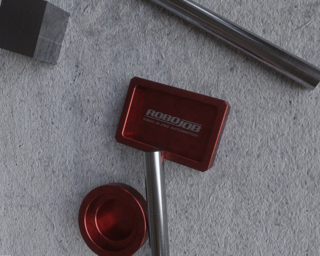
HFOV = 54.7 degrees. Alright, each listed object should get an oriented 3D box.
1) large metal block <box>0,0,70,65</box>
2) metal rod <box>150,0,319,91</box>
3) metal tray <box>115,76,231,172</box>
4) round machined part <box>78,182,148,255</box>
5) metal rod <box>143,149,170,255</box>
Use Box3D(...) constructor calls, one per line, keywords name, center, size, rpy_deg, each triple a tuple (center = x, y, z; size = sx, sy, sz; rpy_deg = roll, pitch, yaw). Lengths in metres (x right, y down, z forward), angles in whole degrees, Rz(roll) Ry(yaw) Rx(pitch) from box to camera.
Box3D(name="large metal block", center=(-0.192, -0.147, 0.462), size=(0.080, 0.050, 0.080), rpy_deg=(19, 96, 18))
Box3D(name="metal rod", center=(0.060, -0.134, 0.387), size=(0.300, 0.025, 0.025), rpy_deg=(35, 101, 16))
Box3D(name="metal tray", center=(0.015, -0.007, 0.400), size=(0.130, 0.030, 0.089), rpy_deg=(18, 96, 18))
Box3D(name="round machined part", center=(-0.057, 0.122, 0.419), size=(0.098, 0.042, 0.097), rpy_deg=(0, 90, 19))
Box3D(name="metal rod", center=(0.001, 0.175, 0.391), size=(0.025, 0.025, 0.298), rpy_deg=(-2, 96, 19))
